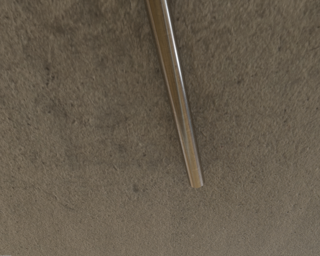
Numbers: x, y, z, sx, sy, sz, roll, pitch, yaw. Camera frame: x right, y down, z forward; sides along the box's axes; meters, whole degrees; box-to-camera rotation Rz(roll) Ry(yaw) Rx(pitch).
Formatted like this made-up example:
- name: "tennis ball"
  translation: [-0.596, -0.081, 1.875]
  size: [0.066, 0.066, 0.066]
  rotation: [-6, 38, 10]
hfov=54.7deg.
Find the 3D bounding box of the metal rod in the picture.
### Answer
- name: "metal rod"
  translation: [0.025, -0.028, 0.383]
  size: [0.025, 0.025, 0.298]
  rotation: [-10, 130, 8]
